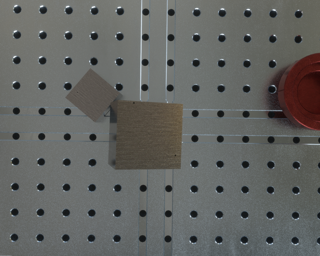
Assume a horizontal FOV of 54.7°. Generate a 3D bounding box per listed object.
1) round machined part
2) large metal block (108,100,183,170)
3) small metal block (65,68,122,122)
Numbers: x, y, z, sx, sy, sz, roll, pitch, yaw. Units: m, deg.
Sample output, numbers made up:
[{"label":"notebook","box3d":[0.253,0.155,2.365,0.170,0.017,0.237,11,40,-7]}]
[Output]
[{"label":"round machined part","box3d":[0.203,-0.045,0.406,0.099,0.042,0.097,0,90,0]},{"label":"large metal block","box3d":[-0.019,0.009,0.389,0.081,0.050,0.080,2,90,-19]},{"label":"small metal block","box3d":[-0.087,-0.042,0.413,0.050,0.025,0.050,40,90,0]}]
